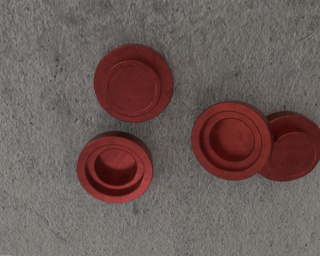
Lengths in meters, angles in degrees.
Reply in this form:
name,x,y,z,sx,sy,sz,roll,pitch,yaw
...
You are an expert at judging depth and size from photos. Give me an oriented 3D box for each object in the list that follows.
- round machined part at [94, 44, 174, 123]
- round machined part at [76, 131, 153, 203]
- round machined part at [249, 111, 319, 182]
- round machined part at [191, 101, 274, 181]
name,x,y,z,sx,sy,sz,roll,pitch,yaw
round machined part,-0.032,-0.052,0.381,0.099,0.042,0.097,0,110,0
round machined part,-0.058,0.049,0.418,0.099,0.042,0.097,0,110,0
round machined part,0.170,0.030,0.413,0.099,0.042,0.097,0,110,0
round machined part,0.093,0.013,0.392,0.098,0.042,0.097,5,102,26
